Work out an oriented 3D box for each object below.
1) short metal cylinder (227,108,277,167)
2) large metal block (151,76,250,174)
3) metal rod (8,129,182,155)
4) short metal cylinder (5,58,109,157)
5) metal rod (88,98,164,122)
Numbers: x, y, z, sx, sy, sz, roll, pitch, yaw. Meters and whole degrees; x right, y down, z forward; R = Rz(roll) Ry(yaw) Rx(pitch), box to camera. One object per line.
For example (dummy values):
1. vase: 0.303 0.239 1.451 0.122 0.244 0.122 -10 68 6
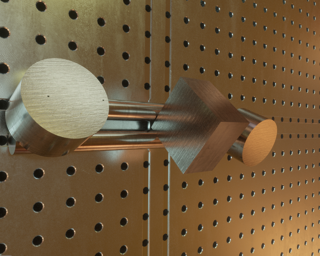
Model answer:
1. short metal cylinder: 0.139 0.014 0.492 0.081 0.050 0.079 -19 123 -31
2. large metal block: 0.044 -0.003 0.372 0.050 0.080 0.079 1 132 -40
3. metal rod: -0.024 0.014 0.389 0.302 0.025 0.025 1 90 -40
4. short metal cylinder: -0.096 -0.018 0.293 0.080 0.050 0.080 20 56 -31
5. metal rod: 0.034 -0.020 0.437 0.302 0.025 0.025 1 90 -40
